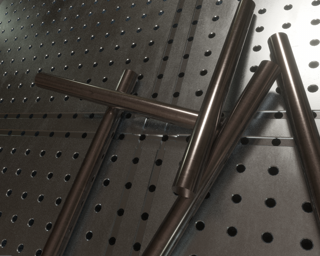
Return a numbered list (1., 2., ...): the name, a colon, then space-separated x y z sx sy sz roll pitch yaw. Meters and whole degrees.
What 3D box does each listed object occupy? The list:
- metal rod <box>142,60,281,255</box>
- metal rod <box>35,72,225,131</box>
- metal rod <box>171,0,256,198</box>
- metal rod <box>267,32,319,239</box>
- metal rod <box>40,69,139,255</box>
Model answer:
1. metal rod: 0.048 0.053 0.338 0.025 0.025 0.300 27 79 37
2. metal rod: -0.056 -0.038 0.430 0.301 0.025 0.025 16 70 24
3. metal rod: 0.075 -0.057 0.377 0.025 0.025 0.300 5 56 30
4. metal rod: 0.152 0.014 0.319 0.025 0.025 0.299 -14 56 20
5. metal rod: -0.093 0.047 0.425 0.025 0.025 0.300 7 65 31
